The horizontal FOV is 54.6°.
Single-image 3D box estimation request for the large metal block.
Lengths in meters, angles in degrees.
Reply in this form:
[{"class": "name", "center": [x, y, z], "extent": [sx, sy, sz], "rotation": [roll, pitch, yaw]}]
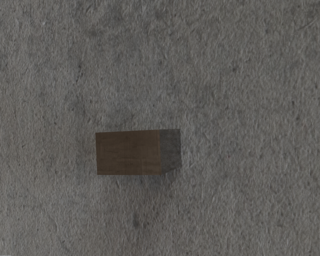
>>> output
[{"class": "large metal block", "center": [-0.023, 0.028, 0.388], "extent": [0.080, 0.080, 0.050], "rotation": [-3, 89, 20]}]
